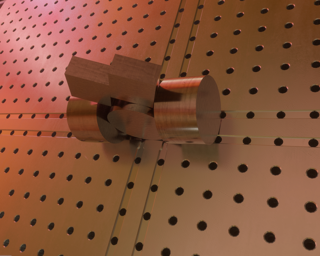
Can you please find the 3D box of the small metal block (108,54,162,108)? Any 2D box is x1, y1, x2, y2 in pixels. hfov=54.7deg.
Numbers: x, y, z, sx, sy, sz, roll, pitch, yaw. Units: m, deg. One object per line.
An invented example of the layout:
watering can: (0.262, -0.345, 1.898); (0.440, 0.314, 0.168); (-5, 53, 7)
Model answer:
small metal block: (-0.027, -0.050, 0.339); (0.050, 0.050, 0.025); (14, 66, 1)

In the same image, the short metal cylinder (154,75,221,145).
short metal cylinder: (0.035, -0.021, 0.366); (0.050, 0.080, 0.080); (0, 62, 29)

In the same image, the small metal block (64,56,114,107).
small metal block: (-0.078, -0.053, 0.362); (0.050, 0.050, 0.025); (15, 66, 0)

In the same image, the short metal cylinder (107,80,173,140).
short metal cylinder: (-0.021, -0.024, 0.399); (0.080, 0.080, 0.050); (1, 63, 29)

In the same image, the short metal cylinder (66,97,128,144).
short metal cylinder: (-0.080, -0.019, 0.426); (0.050, 0.080, 0.080); (1, 62, 29)
